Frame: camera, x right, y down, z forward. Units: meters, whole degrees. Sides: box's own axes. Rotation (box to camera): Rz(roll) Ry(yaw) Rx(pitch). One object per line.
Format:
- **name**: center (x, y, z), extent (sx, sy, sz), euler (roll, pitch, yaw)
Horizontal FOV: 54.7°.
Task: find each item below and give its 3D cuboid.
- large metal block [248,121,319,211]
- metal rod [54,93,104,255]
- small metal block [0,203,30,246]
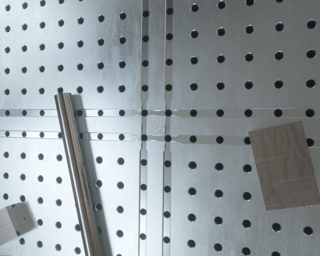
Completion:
- **large metal block**: center (0.133, 0.037, 0.336), extent (0.050, 0.080, 0.080), euler (-13, 86, 19)
- **metal rod**: center (-0.113, 0.096, 0.450), extent (0.025, 0.025, 0.298), euler (-14, 85, 19)
- **small metal block**: center (-0.246, 0.156, 0.497), extent (0.050, 0.025, 0.050), euler (-30, 81, 17)
